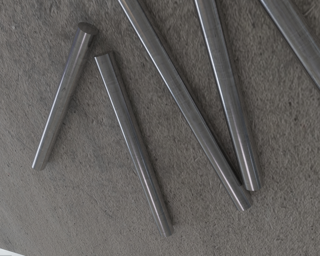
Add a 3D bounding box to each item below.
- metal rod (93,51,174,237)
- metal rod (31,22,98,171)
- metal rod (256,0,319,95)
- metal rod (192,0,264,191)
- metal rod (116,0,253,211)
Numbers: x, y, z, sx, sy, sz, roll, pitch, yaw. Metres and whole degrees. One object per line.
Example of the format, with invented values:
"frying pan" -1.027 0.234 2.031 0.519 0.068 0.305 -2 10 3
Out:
"metal rod" -0.030 0.038 0.446 0.025 0.025 0.298 -3 117 30
"metal rod" -0.154 -0.027 0.471 0.025 0.025 0.298 37 129 3
"metal rod" 0.115 -0.101 0.283 0.025 0.025 0.300 -31 102 38
"metal rod" 0.070 -0.059 0.333 0.025 0.025 0.298 -7 116 31
"metal rod" 0.037 -0.023 0.372 0.025 0.025 0.299 -20 108 36
